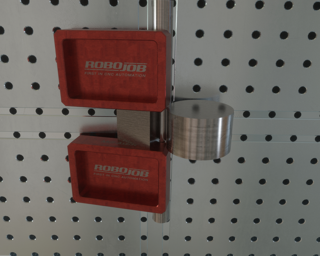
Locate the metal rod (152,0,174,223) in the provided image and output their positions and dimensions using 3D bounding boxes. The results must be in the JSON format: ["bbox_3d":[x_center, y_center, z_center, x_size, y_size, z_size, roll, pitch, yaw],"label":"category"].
[{"bbox_3d":[0.002,-0.007,0.406,0.025,0.025,0.298,0,110,0],"label":"metal rod"}]

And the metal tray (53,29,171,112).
[{"bbox_3d":[-0.054,-0.069,0.366,0.131,0.030,0.089,4,111,11],"label":"metal tray"}]

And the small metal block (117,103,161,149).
[{"bbox_3d":[-0.027,-0.006,0.396,0.050,0.025,0.050,13,113,29],"label":"small metal block"}]

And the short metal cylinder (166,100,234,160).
[{"bbox_3d":[0.048,0.000,0.381,0.081,0.080,0.050,0,110,0],"label":"short metal cylinder"}]

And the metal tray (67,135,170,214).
[{"bbox_3d":[-0.053,0.061,0.414,0.131,0.030,0.089,5,111,11],"label":"metal tray"}]
